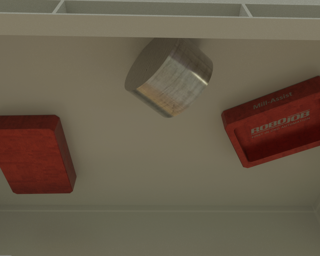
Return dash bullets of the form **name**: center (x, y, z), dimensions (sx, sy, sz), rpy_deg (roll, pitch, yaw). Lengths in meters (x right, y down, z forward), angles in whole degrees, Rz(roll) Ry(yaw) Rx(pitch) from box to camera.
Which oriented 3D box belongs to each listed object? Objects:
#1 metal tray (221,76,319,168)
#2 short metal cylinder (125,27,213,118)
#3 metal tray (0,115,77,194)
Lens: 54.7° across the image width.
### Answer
- **metal tray**: center (0.158, -0.003, 0.405), dimensions (0.130, 0.030, 0.090), rpy_deg (-21, 128, 16)
- **short metal cylinder**: center (0.008, -0.057, 0.324), dimensions (0.050, 0.080, 0.080), rpy_deg (36, 121, -27)
- **metal tray**: center (-0.178, 0.041, 0.439), dimensions (0.091, 0.030, 0.129), rpy_deg (-1, 130, 0)
